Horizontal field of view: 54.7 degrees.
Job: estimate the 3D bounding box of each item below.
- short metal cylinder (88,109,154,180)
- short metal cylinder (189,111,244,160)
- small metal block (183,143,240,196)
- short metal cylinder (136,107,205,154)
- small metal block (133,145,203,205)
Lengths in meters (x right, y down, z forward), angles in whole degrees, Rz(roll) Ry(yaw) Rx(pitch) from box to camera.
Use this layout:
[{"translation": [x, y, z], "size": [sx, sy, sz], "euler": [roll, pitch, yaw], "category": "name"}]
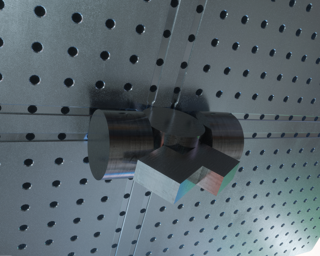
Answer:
[{"translation": [-0.048, 0.019, 0.360], "size": [0.050, 0.080, 0.079], "euler": [1, 118, -29], "category": "short metal cylinder"}, {"translation": [0.067, 0.017, 0.422], "size": [0.050, 0.080, 0.079], "euler": [1, 118, -28], "category": "short metal cylinder"}, {"translation": [0.056, 0.045, 0.354], "size": [0.050, 0.050, 0.025], "euler": [-24, 135, -54], "category": "small metal block"}, {"translation": [0.011, 0.013, 0.389], "size": [0.081, 0.080, 0.050], "euler": [1, 118, -29], "category": "short metal cylinder"}, {"translation": [0.009, 0.047, 0.324], "size": [0.050, 0.050, 0.025], "euler": [-25, 136, -54], "category": "small metal block"}]
